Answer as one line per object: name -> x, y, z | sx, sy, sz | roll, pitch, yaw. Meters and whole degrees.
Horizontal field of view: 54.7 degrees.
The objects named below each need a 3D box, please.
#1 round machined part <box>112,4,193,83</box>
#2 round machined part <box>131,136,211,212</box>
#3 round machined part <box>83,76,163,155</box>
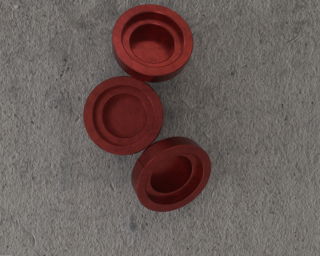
round machined part -> -0.011, -0.102, 0.392 | 0.099, 0.042, 0.098 | 2, 74, -8
round machined part -> 0.011, 0.053, 0.386 | 0.099, 0.042, 0.097 | -12, 122, -20
round machined part -> -0.045, -0.015, 0.400 | 0.099, 0.042, 0.097 | 0, 89, 1
